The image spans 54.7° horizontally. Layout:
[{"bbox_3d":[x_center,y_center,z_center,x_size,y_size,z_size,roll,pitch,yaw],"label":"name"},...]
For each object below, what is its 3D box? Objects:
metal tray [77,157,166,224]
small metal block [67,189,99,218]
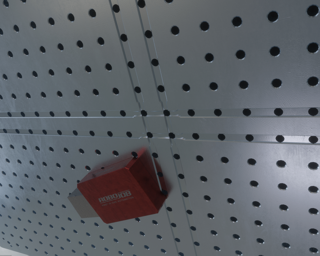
[{"bbox_3d":[-0.066,0.106,0.508,0.130,0.030,0.090,-23,106,36],"label":"metal tray"},{"bbox_3d":[-0.132,0.136,0.565,0.050,0.025,0.050,-15,111,34],"label":"small metal block"}]
